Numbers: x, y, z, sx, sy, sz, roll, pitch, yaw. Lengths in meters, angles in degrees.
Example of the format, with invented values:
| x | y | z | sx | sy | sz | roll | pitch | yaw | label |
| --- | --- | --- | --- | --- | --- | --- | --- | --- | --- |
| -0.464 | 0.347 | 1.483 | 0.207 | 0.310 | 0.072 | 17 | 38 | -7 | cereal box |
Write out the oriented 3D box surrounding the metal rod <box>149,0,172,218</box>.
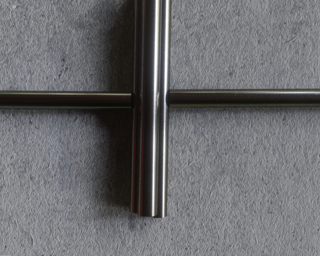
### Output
| x | y | z | sx | sy | sz | roll | pitch | yaw | label |
| --- | --- | --- | --- | --- | --- | --- | --- | --- | --- |
| 0.000 | -0.033 | 0.412 | 0.025 | 0.025 | 0.298 | 1 | 90 | -1 | metal rod |

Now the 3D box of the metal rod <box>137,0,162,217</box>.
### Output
| x | y | z | sx | sy | sz | roll | pitch | yaw | label |
| --- | --- | --- | --- | --- | --- | --- | --- | --- | --- |
| -0.013 | -0.040 | 0.391 | 0.025 | 0.025 | 0.298 | 1 | 90 | -1 | metal rod |

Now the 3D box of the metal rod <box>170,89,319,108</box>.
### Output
| x | y | z | sx | sy | sz | roll | pitch | yaw | label |
| --- | --- | --- | --- | --- | --- | --- | --- | --- | --- |
| 0.164 | -0.040 | 0.413 | 0.302 | 0.025 | 0.025 | 0 | 90 | -1 | metal rod |

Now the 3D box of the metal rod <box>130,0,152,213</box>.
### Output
| x | y | z | sx | sy | sz | roll | pitch | yaw | label |
| --- | --- | --- | --- | --- | --- | --- | --- | --- | --- |
| -0.025 | -0.039 | 0.411 | 0.025 | 0.025 | 0.298 | 1 | 90 | -1 | metal rod |

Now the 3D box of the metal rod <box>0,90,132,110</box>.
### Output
| x | y | z | sx | sy | sz | roll | pitch | yaw | label |
| --- | --- | --- | --- | --- | --- | --- | --- | --- | --- |
| -0.188 | -0.037 | 0.408 | 0.302 | 0.025 | 0.025 | 0 | 90 | -1 | metal rod |
